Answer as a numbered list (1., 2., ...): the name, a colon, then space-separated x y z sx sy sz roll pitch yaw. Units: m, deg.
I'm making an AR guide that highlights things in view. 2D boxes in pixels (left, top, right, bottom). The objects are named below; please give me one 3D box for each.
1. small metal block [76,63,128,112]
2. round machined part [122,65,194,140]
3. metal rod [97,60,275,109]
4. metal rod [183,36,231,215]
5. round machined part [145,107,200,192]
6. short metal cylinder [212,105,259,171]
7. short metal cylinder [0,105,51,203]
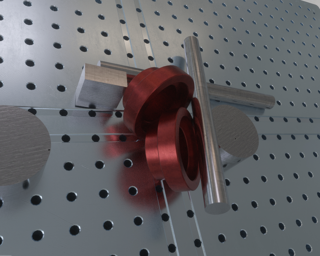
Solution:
1. small metal block: -0.073 -0.048 0.381 0.050 0.050 0.025 8 54 -24
2. round machined part: -0.007 -0.036 0.383 0.099 0.097 0.042 -26 57 -37
3. metal rod: 0.054 -0.061 0.473 0.302 0.025 0.025 7 59 -25
4. metal rod: 0.054 -0.030 0.405 0.025 0.025 0.300 17 44 -19
5. round machined part: 0.015 0.026 0.367 0.098 0.042 0.097 -9 90 -69
6. short metal cylinder: 0.088 0.014 0.431 0.081 0.050 0.080 14 56 -21
7. short metal cylinder: -0.150 0.025 0.296 0.081 0.050 0.080 14 56 -21
